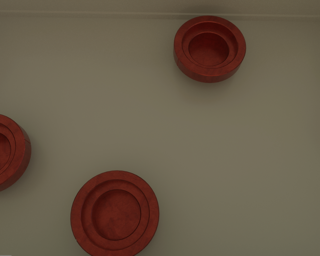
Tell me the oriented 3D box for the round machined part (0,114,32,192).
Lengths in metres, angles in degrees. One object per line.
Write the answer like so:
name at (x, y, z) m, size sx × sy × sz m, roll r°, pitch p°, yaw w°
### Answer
round machined part at (-0.210, 0.034, 0.386) m, size 0.099 × 0.042 × 0.098 m, roll 0°, pitch 70°, yaw -1°

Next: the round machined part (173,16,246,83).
round machined part at (0.068, -0.107, 0.441) m, size 0.099 × 0.042 × 0.098 m, roll 0°, pitch 70°, yaw -1°

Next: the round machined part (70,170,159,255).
round machined part at (-0.050, 0.102, 0.363) m, size 0.099 × 0.042 × 0.098 m, roll 0°, pitch 70°, yaw -1°
